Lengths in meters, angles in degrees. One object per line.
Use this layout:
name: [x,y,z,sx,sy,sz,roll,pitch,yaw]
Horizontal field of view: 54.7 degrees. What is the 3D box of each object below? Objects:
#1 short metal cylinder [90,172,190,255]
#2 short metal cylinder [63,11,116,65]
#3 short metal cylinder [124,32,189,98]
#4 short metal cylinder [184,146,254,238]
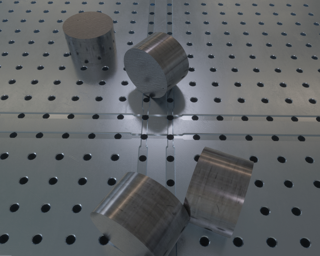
short metal cylinder: [-0.019,0.088,0.297,0.080,0.080,0.050,27,55,21]
short metal cylinder: [-0.116,-0.151,0.517,0.081,0.050,0.080,0,50,0]
short metal cylinder: [-0.006,-0.090,0.448,0.080,0.080,0.050,32,57,24]
short metal cylinder: [0.059,0.065,0.318,0.050,0.080,0.080,18,52,14]
